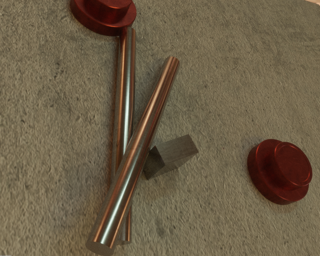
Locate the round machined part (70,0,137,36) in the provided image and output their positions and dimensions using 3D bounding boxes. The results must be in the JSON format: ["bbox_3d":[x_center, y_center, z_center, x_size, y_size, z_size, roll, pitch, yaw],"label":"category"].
[{"bbox_3d":[-0.081,-0.190,0.465,0.099,0.042,0.098,14,56,-21],"label":"round machined part"}]

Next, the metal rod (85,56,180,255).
[{"bbox_3d":[-0.016,0.002,0.368,0.025,0.025,0.301,29,44,-10],"label":"metal rod"}]

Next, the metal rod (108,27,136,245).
[{"bbox_3d":[-0.044,-0.013,0.387,0.025,0.025,0.299,12,57,-22],"label":"metal rod"}]

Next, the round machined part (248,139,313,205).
[{"bbox_3d":[0.182,0.059,0.454,0.099,0.042,0.098,14,56,-21],"label":"round machined part"}]

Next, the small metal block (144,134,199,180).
[{"bbox_3d":[0.010,0.035,0.371,0.050,0.050,0.025,-16,71,-35],"label":"small metal block"}]
